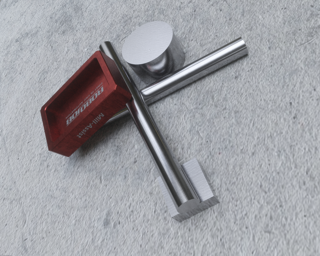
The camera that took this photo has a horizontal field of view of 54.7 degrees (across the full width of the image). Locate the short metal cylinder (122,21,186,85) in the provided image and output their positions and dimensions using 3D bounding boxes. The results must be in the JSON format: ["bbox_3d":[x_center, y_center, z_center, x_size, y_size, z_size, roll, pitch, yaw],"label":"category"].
[{"bbox_3d":[-0.009,-0.111,0.459,0.080,0.050,0.080,-13,56,20],"label":"short metal cylinder"}]

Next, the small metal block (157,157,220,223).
[{"bbox_3d":[0.031,0.069,0.345,0.050,0.025,0.050,-29,52,9],"label":"small metal block"}]

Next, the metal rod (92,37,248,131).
[{"bbox_3d":[-0.020,-0.045,0.442,0.301,0.025,0.025,-26,53,11],"label":"metal rod"}]

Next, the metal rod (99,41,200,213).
[{"bbox_3d":[-0.028,-0.025,0.402,0.025,0.025,0.300,-34,52,6],"label":"metal rod"}]

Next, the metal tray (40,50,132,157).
[{"bbox_3d":[-0.106,-0.034,0.427,0.130,0.030,0.090,-41,50,15],"label":"metal tray"}]
